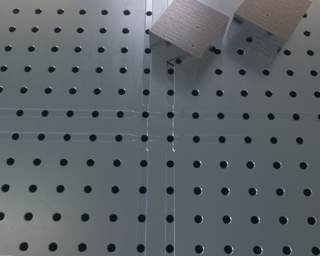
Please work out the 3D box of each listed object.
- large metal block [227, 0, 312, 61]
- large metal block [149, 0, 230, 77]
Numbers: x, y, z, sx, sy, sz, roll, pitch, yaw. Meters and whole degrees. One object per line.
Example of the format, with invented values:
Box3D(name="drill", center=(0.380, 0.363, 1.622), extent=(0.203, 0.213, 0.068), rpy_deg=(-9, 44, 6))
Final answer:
Box3D(name="large metal block", center=(0.160, -0.160, 0.458), extent=(0.080, 0.050, 0.080), rpy_deg=(33, 73, 11))
Box3D(name="large metal block", center=(0.041, -0.134, 0.448), extent=(0.080, 0.050, 0.080), rpy_deg=(32, 73, 11))
